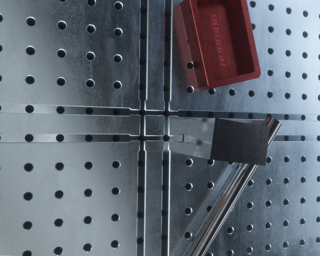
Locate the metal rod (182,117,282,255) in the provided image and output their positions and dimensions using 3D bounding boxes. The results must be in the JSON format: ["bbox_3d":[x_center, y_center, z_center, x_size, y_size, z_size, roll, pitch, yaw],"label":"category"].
[{"bbox_3d":[0.093,0.111,0.448,0.025,0.025,0.300,38,78,-16],"label":"metal rod"}]

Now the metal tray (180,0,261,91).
[{"bbox_3d":[0.088,-0.126,0.443,0.091,0.030,0.129,-15,95,-20],"label":"metal tray"}]

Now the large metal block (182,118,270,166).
[{"bbox_3d":[0.086,0.018,0.417,0.081,0.080,0.050,8,87,-20],"label":"large metal block"}]
